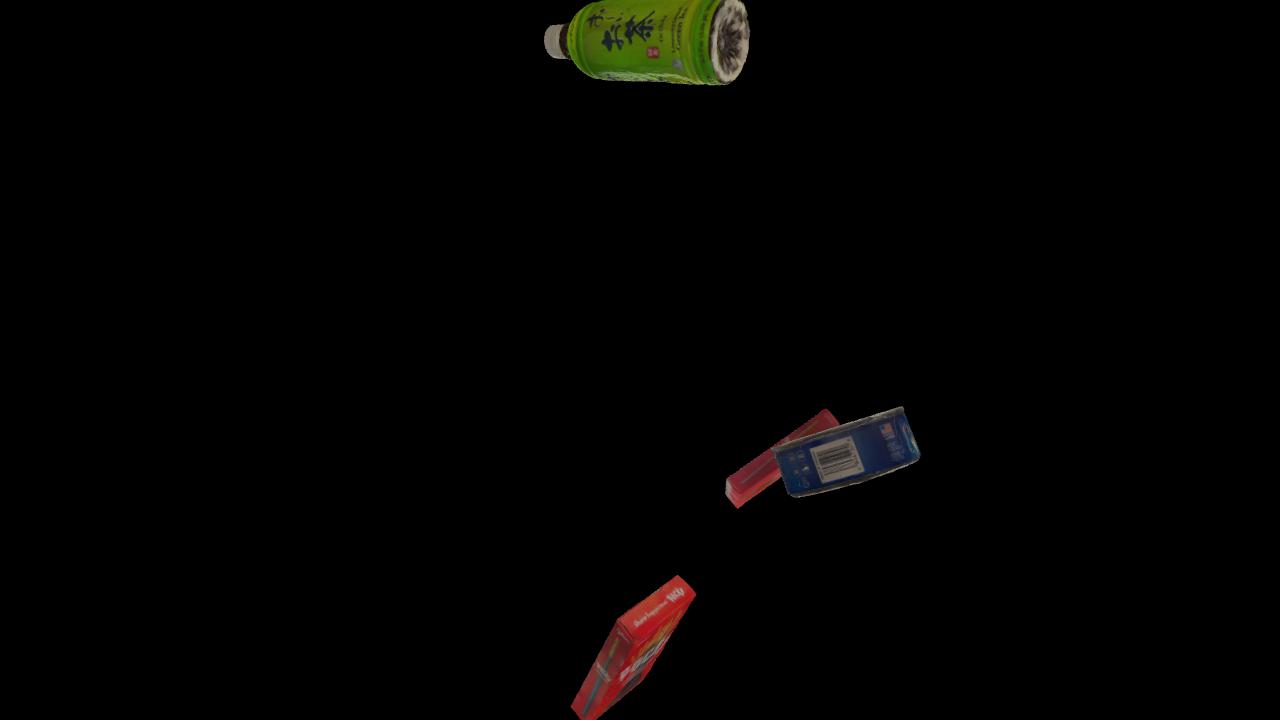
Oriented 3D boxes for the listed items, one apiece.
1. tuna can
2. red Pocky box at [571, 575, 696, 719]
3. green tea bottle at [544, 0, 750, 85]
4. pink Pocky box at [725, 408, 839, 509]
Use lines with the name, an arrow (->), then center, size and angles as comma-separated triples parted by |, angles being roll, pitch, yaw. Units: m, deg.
tuna can -> 0.127, 0.057, 0.381 | 0.084, 0.034, 0.084 | -17, -12, -4
red Pocky box -> -0.008, 0.269, 0.565 | 0.083, 0.155, 0.028 | -17, 49, -44
green tea bottle -> -0.004, -0.297, 0.573 | 0.212, 0.073, 0.073 | 20, 12, 35
pink Pocky box -> 0.177, 0.125, 0.773 | 0.155, 0.029, 0.084 | -33, -23, -9
